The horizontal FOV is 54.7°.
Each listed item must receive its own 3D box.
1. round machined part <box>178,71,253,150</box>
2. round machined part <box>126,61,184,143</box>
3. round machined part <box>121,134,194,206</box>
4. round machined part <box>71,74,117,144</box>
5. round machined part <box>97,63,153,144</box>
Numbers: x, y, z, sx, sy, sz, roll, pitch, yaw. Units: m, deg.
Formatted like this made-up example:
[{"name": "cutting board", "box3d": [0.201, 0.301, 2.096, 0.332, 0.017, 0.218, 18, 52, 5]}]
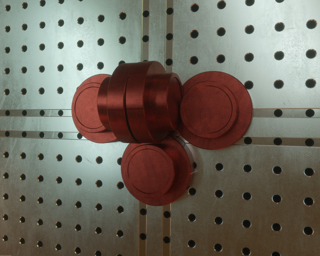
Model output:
[{"name": "round machined part", "box3d": [0.062, -0.022, 0.380, 0.098, 0.042, 0.097, 0, 90, 19]}, {"name": "round machined part", "box3d": [0.000, -0.031, 0.367, 0.042, 0.098, 0.097, -1, 90, 20]}, {"name": "round machined part", "box3d": [-0.007, 0.054, 0.405, 0.098, 0.042, 0.097, 0, 90, 19]}, {"name": "round machined part", "box3d": [-0.083, -0.027, 0.431, 0.098, 0.042, 0.097, 0, 90, 19]}, {"name": "round machined part", "box3d": [-0.042, -0.030, 0.381, 0.042, 0.098, 0.097, 1, 91, 20]}]
